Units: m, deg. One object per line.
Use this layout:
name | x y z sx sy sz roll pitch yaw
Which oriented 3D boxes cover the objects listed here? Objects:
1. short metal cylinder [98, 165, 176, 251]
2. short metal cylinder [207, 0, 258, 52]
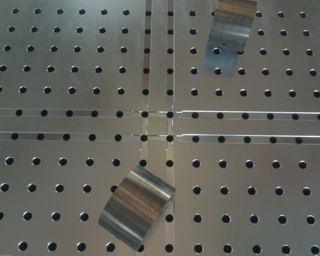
short metal cylinder | -0.024 0.089 0.350 0.050 0.080 0.080 32 73 11
short metal cylinder | 0.101 -0.152 0.439 0.050 0.080 0.080 13 71 5
